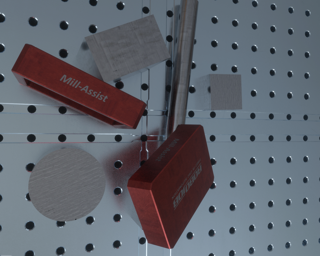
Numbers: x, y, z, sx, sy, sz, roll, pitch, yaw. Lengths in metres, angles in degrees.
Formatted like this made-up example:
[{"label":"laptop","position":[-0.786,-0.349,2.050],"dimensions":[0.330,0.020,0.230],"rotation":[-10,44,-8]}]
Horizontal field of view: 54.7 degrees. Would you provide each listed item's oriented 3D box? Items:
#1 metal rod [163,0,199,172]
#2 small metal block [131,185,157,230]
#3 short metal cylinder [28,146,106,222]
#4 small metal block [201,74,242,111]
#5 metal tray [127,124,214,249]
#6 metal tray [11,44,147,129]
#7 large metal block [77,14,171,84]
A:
[{"label":"metal rod","position":[0.024,-0.026,0.421],"dimensions":[0.025,0.025,0.298],"rotation":[7,88,-20]},{"label":"small metal block","position":[-0.016,0.096,0.394],"dimensions":[0.025,0.050,0.050],"rotation":[5,88,-20]},{"label":"short metal cylinder","position":[-0.108,0.061,0.360],"dimensions":[0.081,0.050,0.080],"rotation":[0,90,-20]},{"label":"small metal block","position":[0.089,-0.051,0.445],"dimensions":[0.050,0.025,0.050],"rotation":[-3,91,-20]},{"label":"metal tray","position":[0.020,0.063,0.370],"dimensions":[0.131,0.030,0.089],"rotation":[-44,127,-47]},{"label":"metal tray","position":[-0.089,-0.039,0.345],"dimensions":[0.131,0.090,0.030],"rotation":[26,82,-18]},{"label":"large metal block","position":[-0.046,-0.085,0.366],"dimensions":[0.081,0.080,0.050],"rotation":[-25,99,-18]}]
